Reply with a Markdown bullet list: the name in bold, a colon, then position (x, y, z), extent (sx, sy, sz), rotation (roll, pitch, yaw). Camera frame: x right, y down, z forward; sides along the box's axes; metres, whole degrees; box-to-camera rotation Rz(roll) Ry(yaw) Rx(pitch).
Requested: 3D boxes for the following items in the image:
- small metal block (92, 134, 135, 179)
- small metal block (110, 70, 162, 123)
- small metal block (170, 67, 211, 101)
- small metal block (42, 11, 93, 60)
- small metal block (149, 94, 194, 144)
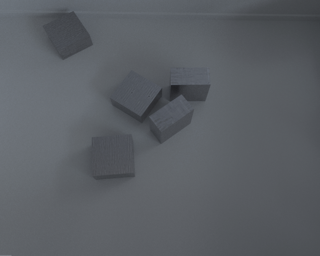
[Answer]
- **small metal block**: position (-0.059, 0.037, 0.395), extent (0.050, 0.025, 0.050), rotation (-5, 70, -2)
- **small metal block**: position (-0.032, -0.043, 0.425), extent (0.050, 0.025, 0.050), rotation (32, 73, 11)
- **small metal block**: position (0.039, -0.058, 0.418), extent (0.050, 0.050, 0.025), rotation (-1, 70, 0)
- **small metal block**: position (-0.136, -0.137, 0.459), extent (0.050, 0.025, 0.050), rotation (-31, 73, -11)
- **small metal block**: position (0.014, -0.010, 0.400), extent (0.050, 0.050, 0.025), rotation (-35, 74, -12)
